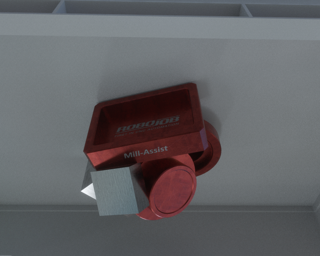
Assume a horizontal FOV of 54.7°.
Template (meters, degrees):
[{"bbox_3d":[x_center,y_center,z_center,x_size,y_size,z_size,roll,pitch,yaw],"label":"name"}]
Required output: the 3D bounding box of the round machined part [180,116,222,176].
[{"bbox_3d":[0.030,0.021,0.416,0.099,0.042,0.097,-1,130,0],"label":"round machined part"}]

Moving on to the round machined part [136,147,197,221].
[{"bbox_3d":[0.006,0.070,0.379,0.099,0.042,0.097,-12,112,-31],"label":"round machined part"}]

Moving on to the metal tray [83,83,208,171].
[{"bbox_3d":[-0.016,-0.004,0.360,0.131,0.090,0.030,-11,130,9],"label":"metal tray"}]

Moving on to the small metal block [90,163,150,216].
[{"bbox_3d":[-0.044,0.067,0.343,0.050,0.025,0.050,-11,92,25],"label":"small metal block"}]

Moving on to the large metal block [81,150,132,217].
[{"bbox_3d":[-0.053,0.061,0.423,0.050,0.080,0.080,-36,122,26],"label":"large metal block"}]
